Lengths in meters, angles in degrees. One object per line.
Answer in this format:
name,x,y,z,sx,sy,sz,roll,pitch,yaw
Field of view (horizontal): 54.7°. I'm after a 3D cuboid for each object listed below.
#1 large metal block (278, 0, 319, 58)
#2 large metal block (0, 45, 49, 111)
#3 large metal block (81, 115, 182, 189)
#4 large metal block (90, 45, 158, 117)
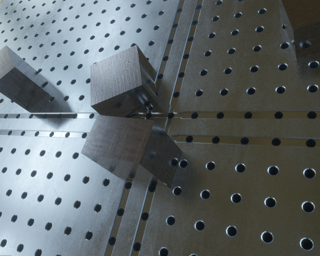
large metal block,0.196,-0.142,0.377,0.080,0.050,0.080,-15,56,19
large metal block,-0.259,-0.089,0.560,0.050,0.080,0.080,-40,51,1
large metal block,-0.031,0.029,0.370,0.080,0.080,0.050,6,65,30
large metal block,-0.054,-0.064,0.458,0.080,0.050,0.080,-20,54,16
